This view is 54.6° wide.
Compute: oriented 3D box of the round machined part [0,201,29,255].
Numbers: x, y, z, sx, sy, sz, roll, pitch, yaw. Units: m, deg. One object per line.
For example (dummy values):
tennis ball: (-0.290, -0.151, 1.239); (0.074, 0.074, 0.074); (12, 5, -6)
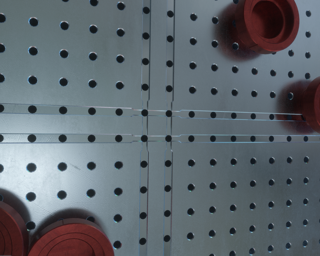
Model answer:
round machined part: (-0.190, 0.123, 0.327); (0.099, 0.042, 0.098); (1, 86, -8)

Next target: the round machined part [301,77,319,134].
round machined part: (0.270, -0.037, 0.502); (0.099, 0.042, 0.097); (0, 90, -20)

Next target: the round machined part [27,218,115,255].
round machined part: (-0.106, 0.154, 0.365); (0.099, 0.042, 0.097); (0, 90, -20)

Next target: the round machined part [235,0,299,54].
round machined part: (0.153, -0.158, 0.459); (0.099, 0.042, 0.097); (0, 90, -20)
